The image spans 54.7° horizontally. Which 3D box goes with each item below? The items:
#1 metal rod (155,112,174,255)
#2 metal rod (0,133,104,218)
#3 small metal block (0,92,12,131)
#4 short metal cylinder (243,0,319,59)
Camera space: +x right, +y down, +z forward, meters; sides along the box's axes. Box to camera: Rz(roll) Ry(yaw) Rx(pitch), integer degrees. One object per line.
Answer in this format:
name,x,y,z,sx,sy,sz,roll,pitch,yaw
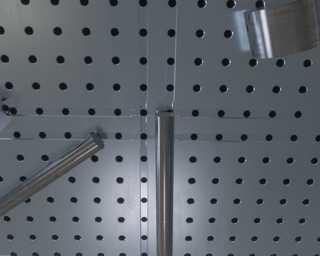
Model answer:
metal rod,0.007,0.122,0.458,0.025,0.025,0.298,0,110,0
metal rod,-0.206,0.098,0.447,0.300,0.025,0.025,-33,107,11
small metal block,-0.228,-0.025,0.402,0.050,0.025,0.050,21,109,-8
short metal cylinder,0.138,-0.114,0.343,0.080,0.080,0.050,-15,110,5
